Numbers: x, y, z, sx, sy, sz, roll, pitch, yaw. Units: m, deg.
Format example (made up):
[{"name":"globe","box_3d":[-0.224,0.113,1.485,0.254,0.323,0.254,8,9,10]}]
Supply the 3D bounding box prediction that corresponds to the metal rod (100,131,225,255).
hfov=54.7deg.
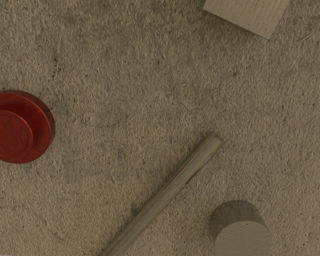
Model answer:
[{"name":"metal rod","box_3d":[-0.014,0.123,0.455,0.025,0.025,0.299,36,106,-13]}]

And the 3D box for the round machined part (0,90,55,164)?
[{"name":"round machined part","box_3d":[-0.191,0.003,0.399,0.099,0.042,0.097,0,110,-1]}]

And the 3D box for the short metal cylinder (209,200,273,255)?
[{"name":"short metal cylinder","box_3d":[0.116,0.154,0.455,0.081,0.050,0.079,0,110,-1]}]

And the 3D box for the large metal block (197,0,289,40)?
[{"name":"large metal block","box_3d":[0.097,-0.154,0.341,0.080,0.050,0.079,22,109,-8]}]
